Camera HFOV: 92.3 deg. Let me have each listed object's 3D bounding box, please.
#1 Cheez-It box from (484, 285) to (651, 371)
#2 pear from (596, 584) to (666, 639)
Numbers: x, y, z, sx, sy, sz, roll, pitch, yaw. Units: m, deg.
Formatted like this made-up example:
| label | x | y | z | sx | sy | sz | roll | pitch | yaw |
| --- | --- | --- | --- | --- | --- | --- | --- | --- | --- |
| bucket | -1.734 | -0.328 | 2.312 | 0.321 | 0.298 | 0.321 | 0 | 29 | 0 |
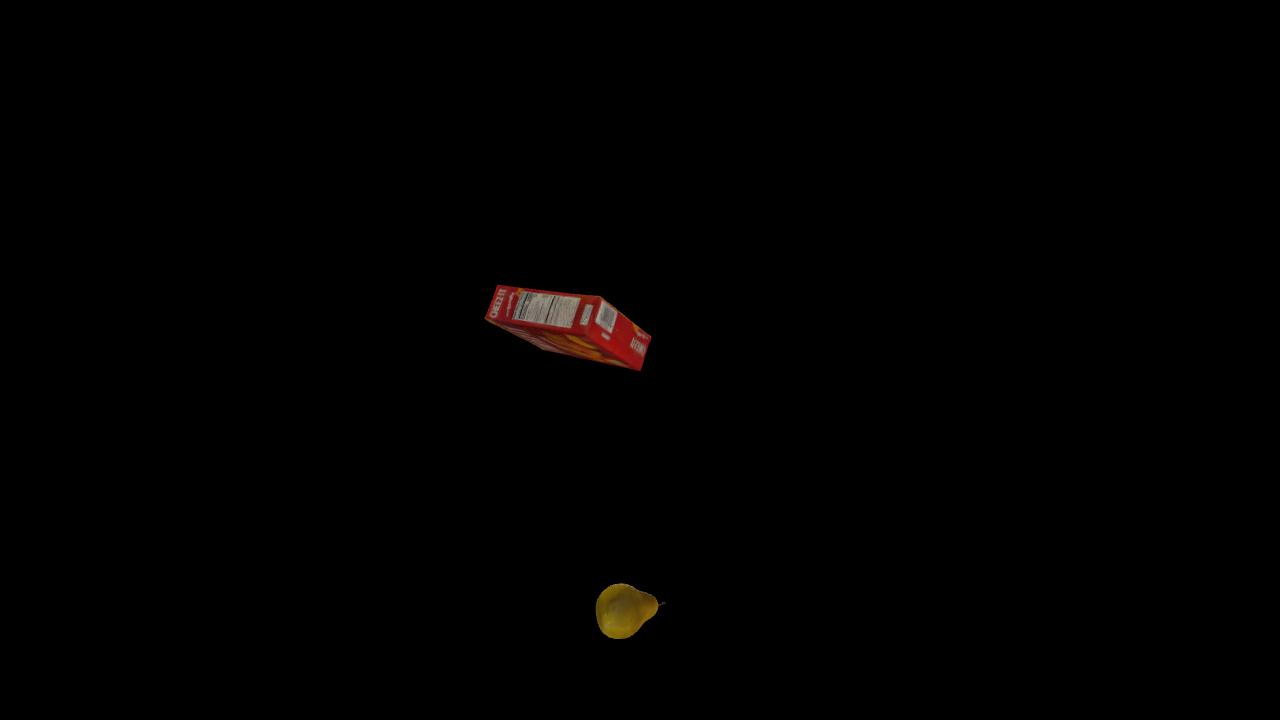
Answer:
| label | x | y | z | sx | sy | sz | roll | pitch | yaw |
| --- | --- | --- | --- | --- | --- | --- | --- | --- | --- |
| Cheez-It box | -0.117 | -0.054 | 1.008 | 0.223 | 0.071 | 0.166 | 11 | -13 | 33 |
| pear | -0.007 | 0.369 | 0.911 | 0.111 | 0.080 | 0.080 | -3 | 1 | -19 |
